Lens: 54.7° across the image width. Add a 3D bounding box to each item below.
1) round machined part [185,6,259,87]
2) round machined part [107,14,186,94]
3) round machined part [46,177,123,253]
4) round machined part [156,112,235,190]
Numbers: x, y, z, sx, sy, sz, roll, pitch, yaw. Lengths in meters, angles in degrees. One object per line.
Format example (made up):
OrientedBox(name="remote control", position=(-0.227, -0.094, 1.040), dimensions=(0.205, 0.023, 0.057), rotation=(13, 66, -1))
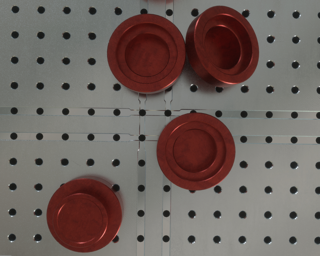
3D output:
OrientedBox(name="round machined part", position=(0.074, -0.099, 0.393), dimensions=(0.099, 0.042, 0.097), rotation=(3, 83, -26))
OrientedBox(name="round machined part", position=(-0.016, -0.093, 0.403), dimensions=(0.099, 0.042, 0.097), rotation=(0, 90, 3))
OrientedBox(name="round machined part", position=(-0.099, 0.115, 0.404), dimensions=(0.099, 0.042, 0.097), rotation=(0, 90, -1))
OrientedBox(name="round machined part", position=(0.045, 0.029, 0.406), dimensions=(0.099, 0.042, 0.097), rotation=(0, 90, -1))
